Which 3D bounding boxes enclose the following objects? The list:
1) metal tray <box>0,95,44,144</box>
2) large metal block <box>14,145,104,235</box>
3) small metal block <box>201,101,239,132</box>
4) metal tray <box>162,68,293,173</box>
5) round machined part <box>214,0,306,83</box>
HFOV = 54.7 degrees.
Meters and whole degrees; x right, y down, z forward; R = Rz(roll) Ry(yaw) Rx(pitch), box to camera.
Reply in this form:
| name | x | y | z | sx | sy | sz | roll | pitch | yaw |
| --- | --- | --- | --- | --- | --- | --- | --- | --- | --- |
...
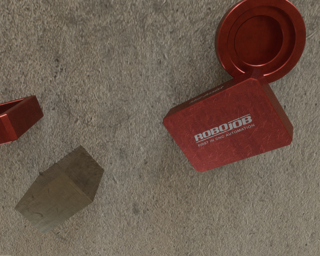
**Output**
| name | x | y | z | sx | sy | sz | roll | pitch | yaw |
| --- | --- | --- | --- | --- | --- | --- | --- | --- | --- |
| metal tray | -0.220 | 0.000 | 0.372 | 0.131 | 0.090 | 0.030 | -13 | 110 | 5 |
| large metal block | -0.127 | 0.078 | 0.408 | 0.080 | 0.080 | 0.050 | -35 | 107 | 12 |
| small metal block | 0.079 | -0.012 | 0.406 | 0.050 | 0.025 | 0.050 | 15 | 109 | -6 |
| metal tray | 0.079 | -0.004 | 0.377 | 0.130 | 0.030 | 0.090 | -25 | 108 | 35 |
| round machined part | 0.113 | -0.103 | 0.364 | 0.099 | 0.042 | 0.097 | 0 | 110 | 0 |
